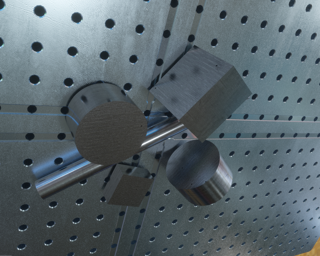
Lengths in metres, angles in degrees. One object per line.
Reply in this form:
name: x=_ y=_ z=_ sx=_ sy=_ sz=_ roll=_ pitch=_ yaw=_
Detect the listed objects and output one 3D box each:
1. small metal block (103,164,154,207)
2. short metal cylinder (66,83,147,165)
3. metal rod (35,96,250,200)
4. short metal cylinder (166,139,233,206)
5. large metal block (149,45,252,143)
small metal block: x=-0.044 y=0.081 z=0.433 sx=0.050 sy=0.025 sz=0.050 roll=16 pitch=110 yaw=-35
short metal cylinder: x=-0.061 y=-0.005 z=0.354 sx=0.081 sy=0.050 sz=0.079 roll=-14 pitch=124 yaw=-21
metal rod: x=-0.013 y=0.012 z=0.407 sx=0.302 sy=0.025 sz=0.025 roll=-26 pitch=128 yaw=-13
short metal cylinder: x=0.056 y=0.063 z=0.441 sx=0.080 sy=0.080 sz=0.050 roll=-40 pitch=130 yaw=-1
large metal block: x=0.046 y=-0.043 z=0.370 sx=0.080 sy=0.080 sz=0.050 roll=-45 pitch=129 yaw=3
